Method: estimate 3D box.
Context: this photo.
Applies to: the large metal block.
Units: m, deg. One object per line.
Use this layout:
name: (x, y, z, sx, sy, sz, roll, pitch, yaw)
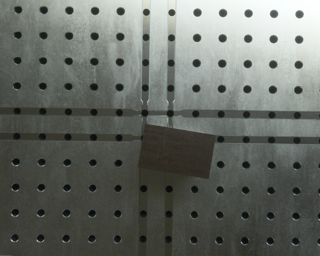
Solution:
large metal block: (0.019, 0.026, 0.386, 0.080, 0.080, 0.050, 9, 90, 0)
